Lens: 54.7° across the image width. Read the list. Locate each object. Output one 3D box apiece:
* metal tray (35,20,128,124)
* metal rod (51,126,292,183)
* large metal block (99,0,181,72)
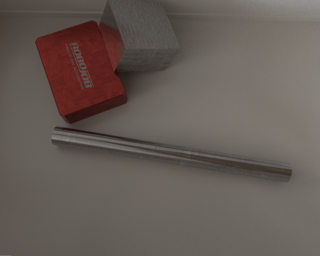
[{"bbox_3d":[-0.110,-0.081,0.435,0.091,0.030,0.130,-21,72,-8],"label":"metal tray"},{"bbox_3d":[0.013,0.033,0.397,0.302,0.025,0.025,9,70,3],"label":"metal rod"},{"bbox_3d":[-0.030,-0.126,0.427,0.081,0.050,0.080,-9,68,-29],"label":"large metal block"}]
